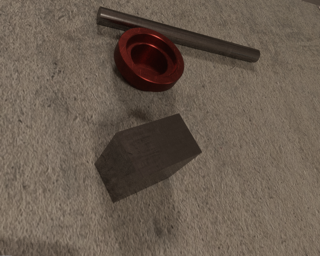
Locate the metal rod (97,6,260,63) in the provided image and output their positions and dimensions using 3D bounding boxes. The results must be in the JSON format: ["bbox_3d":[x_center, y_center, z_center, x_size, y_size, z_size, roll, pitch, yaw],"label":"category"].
[{"bbox_3d":[0.045,-0.152,0.522,0.302,0.025,0.025,6,59,-25],"label":"metal rod"}]

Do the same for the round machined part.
[{"bbox_3d":[-0.019,-0.091,0.440,0.099,0.042,0.098,14,56,-21],"label":"round machined part"}]

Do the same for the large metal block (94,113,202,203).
[{"bbox_3d":[-0.015,0.034,0.341,0.081,0.080,0.050,-18,72,-35],"label":"large metal block"}]
